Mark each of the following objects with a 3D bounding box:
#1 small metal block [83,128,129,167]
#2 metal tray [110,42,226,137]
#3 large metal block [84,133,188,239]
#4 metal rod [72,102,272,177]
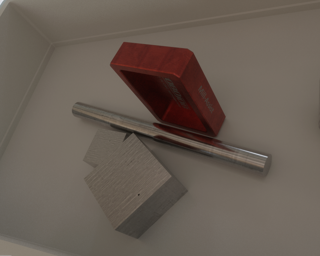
[{"bbox_3d":[-0.069,0.031,0.421,0.050,0.025,0.050,9,66,31],"label":"small metal block"},{"bbox_3d":[0.014,-0.040,0.355,0.090,0.130,0.030,16,71,34],"label":"metal tray"},{"bbox_3d":[-0.029,0.067,0.363,0.080,0.050,0.080,-43,51,-2],"label":"large metal block"},{"bbox_3d":[-0.008,0.005,0.405,0.300,0.025,0.025,16,70,34],"label":"metal rod"}]
